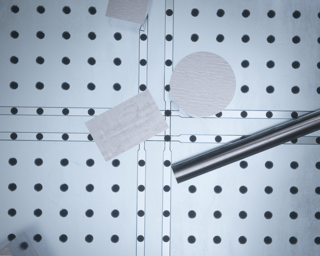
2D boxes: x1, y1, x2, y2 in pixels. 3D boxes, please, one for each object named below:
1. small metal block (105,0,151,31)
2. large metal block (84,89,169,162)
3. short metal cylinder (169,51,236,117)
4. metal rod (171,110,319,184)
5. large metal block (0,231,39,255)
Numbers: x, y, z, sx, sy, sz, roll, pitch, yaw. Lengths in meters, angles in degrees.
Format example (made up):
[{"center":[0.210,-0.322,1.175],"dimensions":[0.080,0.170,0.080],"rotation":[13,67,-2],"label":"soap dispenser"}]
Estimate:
[{"center":[-0.041,-0.164,0.413],"dimensions":[0.050,0.025,0.050],"rotation":[13,90,-1],"label":"small metal block"},{"center":[-0.037,-0.003,0.385],"dimensions":[0.080,0.080,0.050],"rotation":[-28,90,0],"label":"large metal block"},{"center":[0.052,-0.054,0.402],"dimensions":[0.081,0.050,0.079],"rotation":[0,90,-1],"label":"short metal cylinder"},{"center":[0.160,0.010,0.415],"dimensions":[0.301,0.025,0.025],"rotation":[-21,90,-1],"label":"metal rod"},{"center":[-0.200,0.195,0.398],"dimensions":[0.080,0.050,0.080],"rotation":[-30,90,0],"label":"large metal block"}]
